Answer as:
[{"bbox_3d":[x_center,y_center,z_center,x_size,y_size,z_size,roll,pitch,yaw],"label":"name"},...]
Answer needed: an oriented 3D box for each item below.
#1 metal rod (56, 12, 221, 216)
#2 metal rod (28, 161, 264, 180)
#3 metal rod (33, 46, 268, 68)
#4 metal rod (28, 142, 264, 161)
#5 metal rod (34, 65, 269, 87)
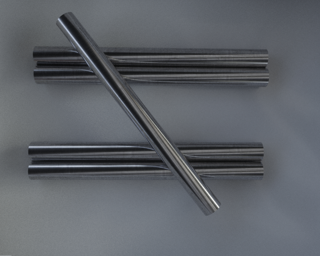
[{"bbox_3d":[-0.026,-0.017,0.385,0.025,0.025,0.300,-38,90,0],"label":"metal rod"},{"bbox_3d":[-0.018,0.056,0.409,0.302,0.025,0.025,0,90,0],"label":"metal rod"},{"bbox_3d":[-0.012,-0.093,0.409,0.302,0.025,0.025,1,90,0],"label":"metal rod"},{"bbox_3d":[-0.017,0.031,0.409,0.302,0.025,0.025,0,90,0],"label":"metal rod"},{"bbox_3d":[-0.011,-0.069,0.409,0.302,0.025,0.025,1,90,0],"label":"metal rod"}]
